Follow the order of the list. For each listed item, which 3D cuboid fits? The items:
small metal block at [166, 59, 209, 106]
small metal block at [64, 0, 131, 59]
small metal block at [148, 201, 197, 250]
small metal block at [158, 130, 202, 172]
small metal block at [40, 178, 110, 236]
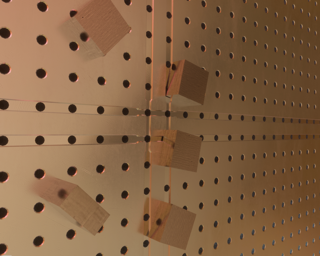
[{"bbox_3d":[0.040,-0.063,0.441,0.050,0.025,0.050,18,79,-39],"label":"small metal block"},{"bbox_3d":[-0.069,-0.115,0.350,0.050,0.025,0.050,52,60,-27],"label":"small metal block"},{"bbox_3d":[0.018,0.133,0.423,0.050,0.025,0.050,32,70,-35],"label":"small metal block"},{"bbox_3d":[0.029,0.032,0.432,0.050,0.025,0.050,17,79,-39],"label":"small metal block"},{"bbox_3d":[-0.087,0.080,0.319,0.050,0.050,0.025,52,60,-27],"label":"small metal block"}]
